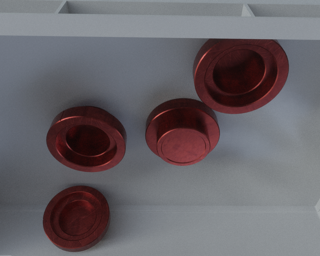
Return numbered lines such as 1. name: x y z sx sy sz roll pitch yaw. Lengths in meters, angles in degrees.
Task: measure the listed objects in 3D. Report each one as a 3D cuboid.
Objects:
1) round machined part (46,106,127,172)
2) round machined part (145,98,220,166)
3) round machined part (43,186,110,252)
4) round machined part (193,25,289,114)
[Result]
1. round machined part: -0.093 0.010 0.405 0.099 0.042 0.097 0 130 0
2. round machined part: 0.030 0.012 0.409 0.099 0.042 0.097 0 130 0
3. round machined part: -0.127 0.144 0.484 0.099 0.098 0.042 2 144 -2
4. round machined part: 0.085 -0.066 0.342 0.099 0.042 0.097 0 130 0
